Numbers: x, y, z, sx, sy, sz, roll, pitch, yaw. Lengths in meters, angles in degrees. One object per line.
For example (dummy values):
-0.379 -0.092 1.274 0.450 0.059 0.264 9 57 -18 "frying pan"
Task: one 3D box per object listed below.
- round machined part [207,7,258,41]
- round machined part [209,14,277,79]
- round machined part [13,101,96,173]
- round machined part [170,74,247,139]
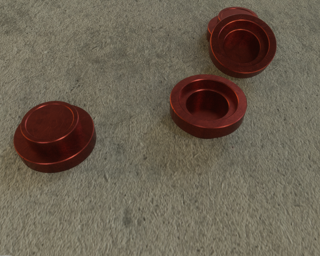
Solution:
0.133 -0.175 0.540 0.099 0.042 0.098 0 50 0 "round machined part"
0.124 -0.122 0.479 0.099 0.042 0.098 0 76 -1 "round machined part"
-0.133 0.004 0.388 0.099 0.042 0.098 0 50 0 "round machined part"
0.062 -0.024 0.413 0.099 0.042 0.098 0 50 0 "round machined part"
